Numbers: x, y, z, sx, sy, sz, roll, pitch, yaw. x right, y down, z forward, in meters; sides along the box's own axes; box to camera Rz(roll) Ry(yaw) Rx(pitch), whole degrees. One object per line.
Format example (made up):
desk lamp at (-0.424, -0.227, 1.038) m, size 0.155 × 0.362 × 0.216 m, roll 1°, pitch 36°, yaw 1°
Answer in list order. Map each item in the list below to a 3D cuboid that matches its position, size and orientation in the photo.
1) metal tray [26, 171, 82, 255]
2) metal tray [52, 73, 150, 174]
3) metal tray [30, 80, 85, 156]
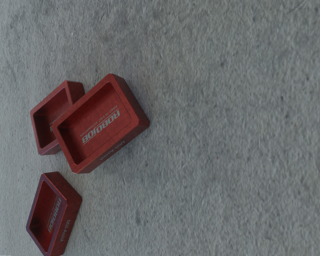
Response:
metal tray at (-0.194, 0.156, 0.557) m, size 0.090 × 0.030 × 0.129 m, roll 34°, pitch 111°, yaw 34°
metal tray at (-0.089, -0.004, 0.448) m, size 0.130 × 0.030 × 0.090 m, roll -37°, pitch 70°, yaw 17°
metal tray at (-0.176, -0.015, 0.543) m, size 0.130 × 0.030 × 0.090 m, roll -28°, pitch 73°, yaw 36°
